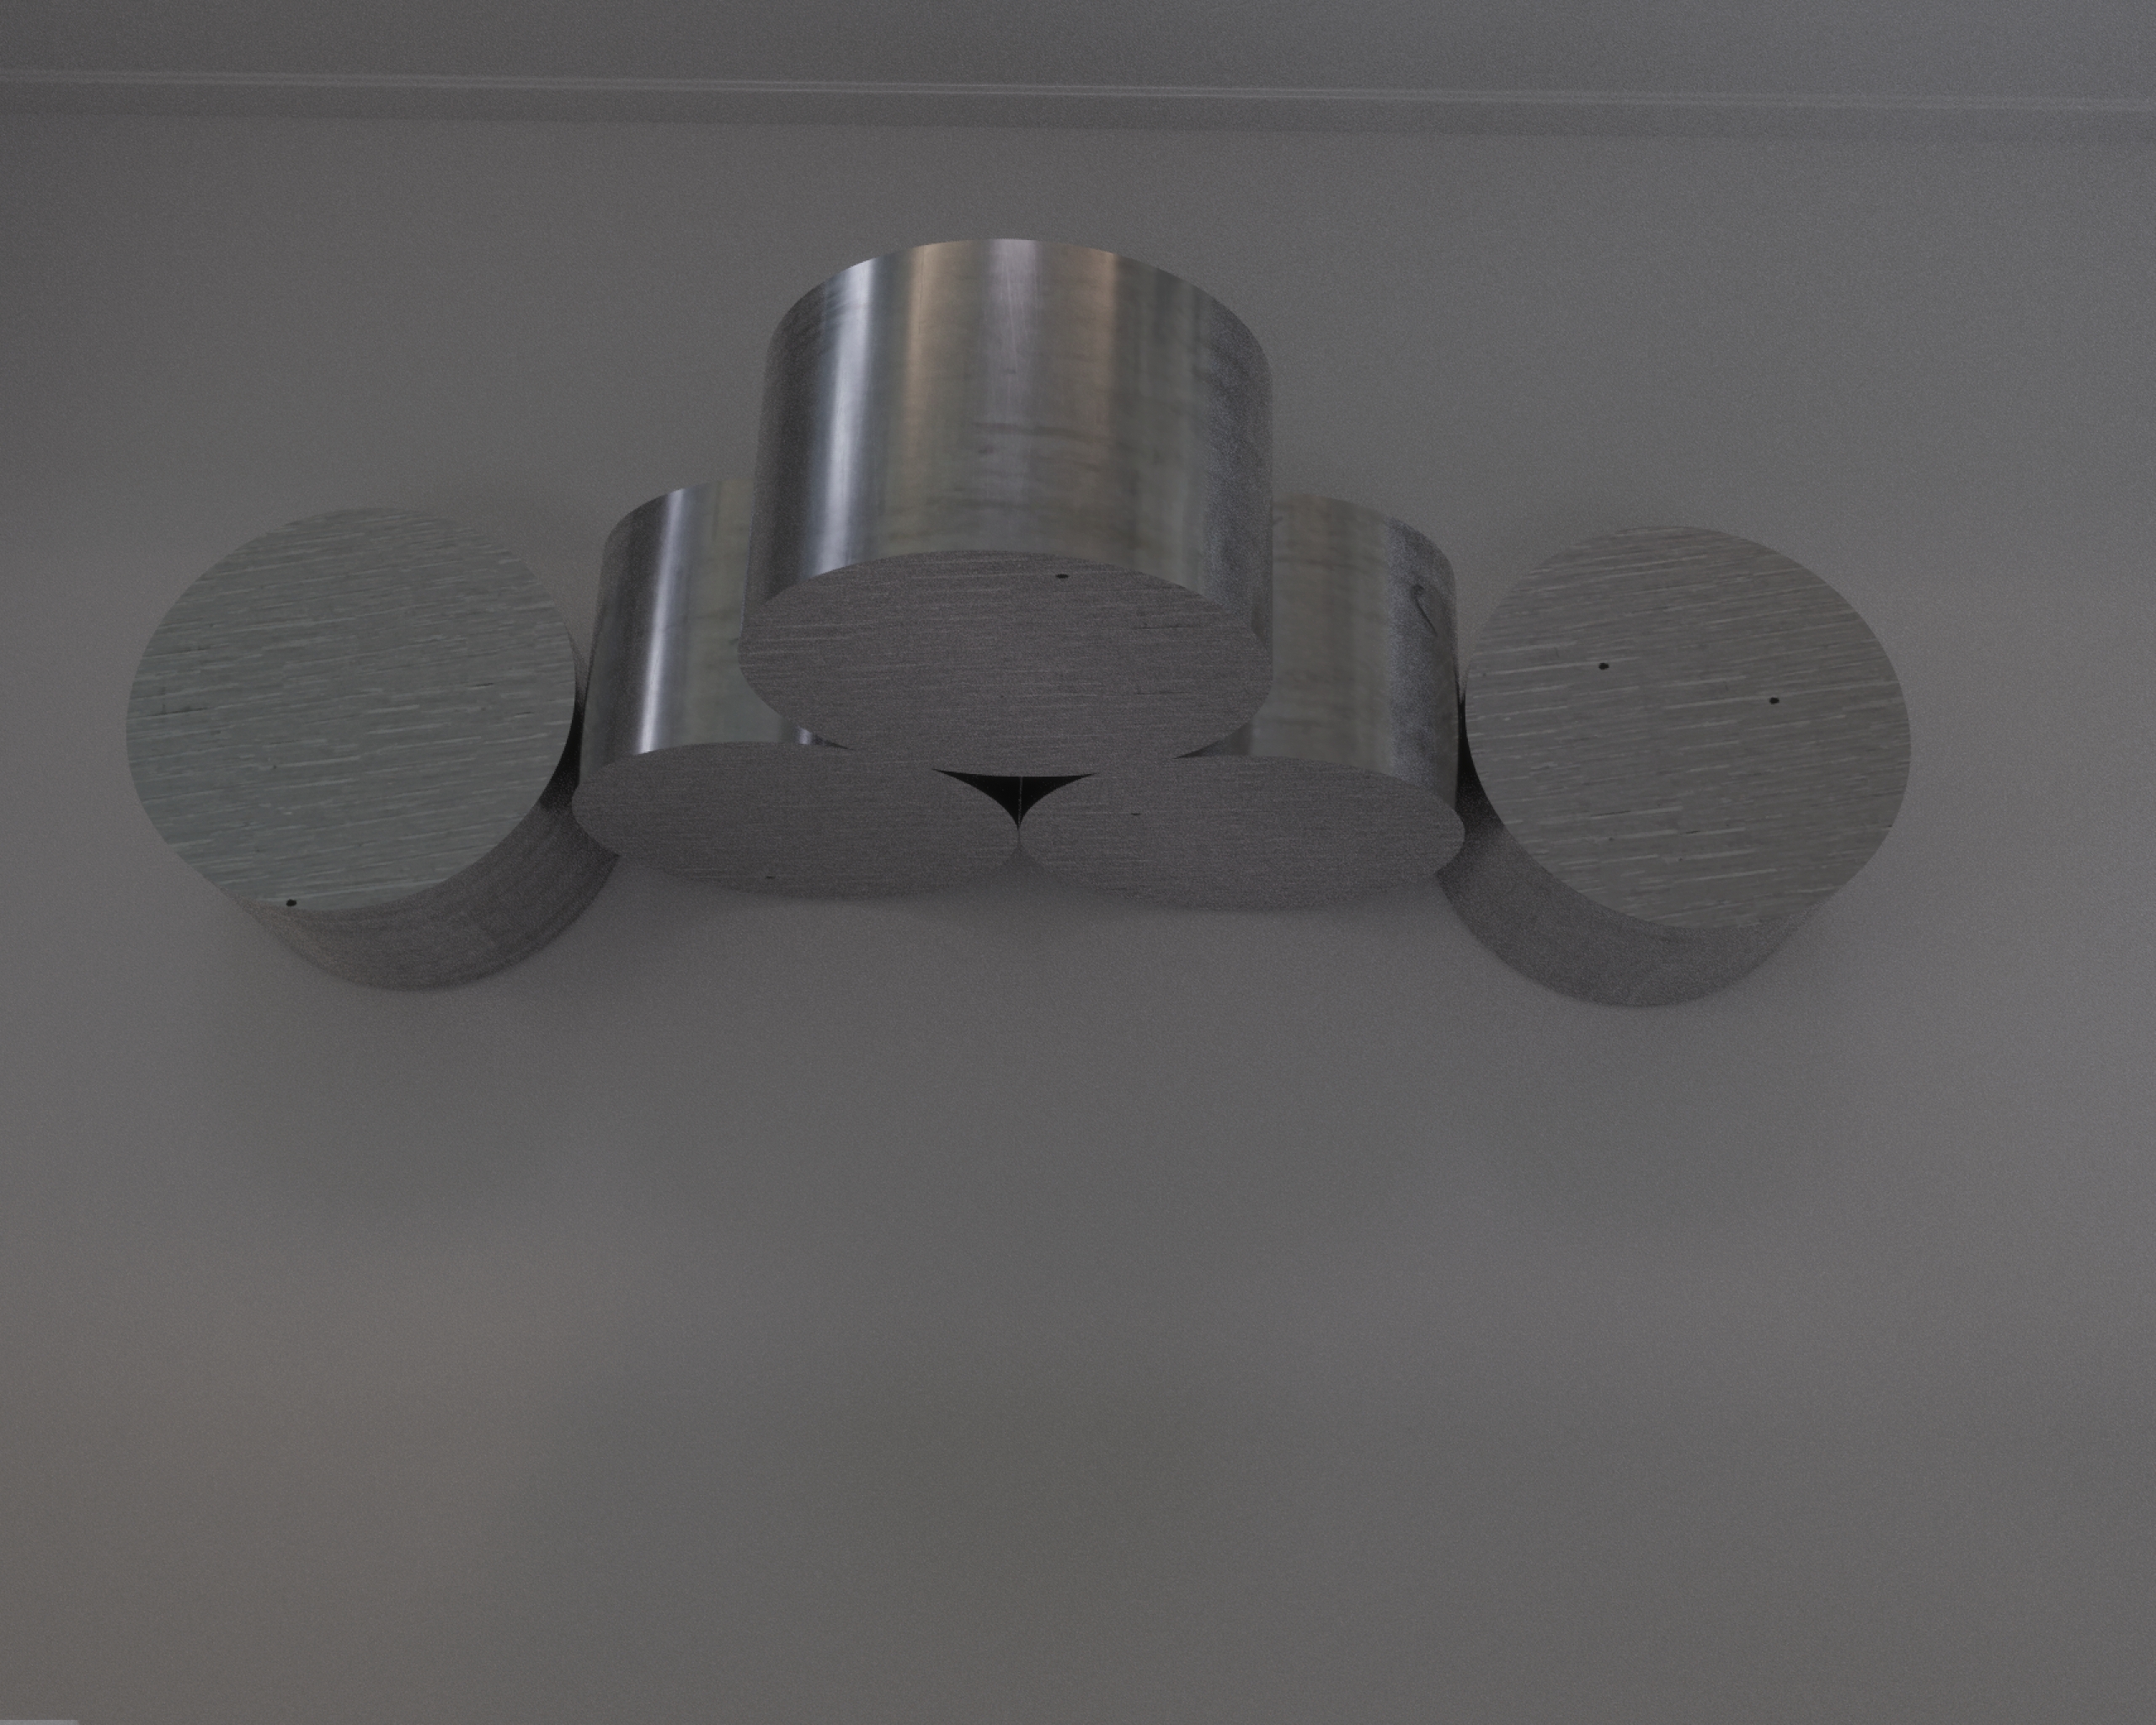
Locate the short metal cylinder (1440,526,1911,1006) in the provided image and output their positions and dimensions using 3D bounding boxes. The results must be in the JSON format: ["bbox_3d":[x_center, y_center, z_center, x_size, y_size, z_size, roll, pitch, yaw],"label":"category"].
[{"bbox_3d":[0.111,-0.017,0.402,0.081,0.050,0.080,0,70,0],"label":"short metal cylinder"}]

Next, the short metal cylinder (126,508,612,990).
[{"bbox_3d":[-0.131,-0.021,0.401,0.081,0.050,0.080,0,70,0],"label":"short metal cylinder"}]

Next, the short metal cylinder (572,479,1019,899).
[{"bbox_3d":[-0.050,-0.030,0.389,0.080,0.080,0.050,2,70,0],"label":"short metal cylinder"}]

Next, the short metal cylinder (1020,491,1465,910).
[{"bbox_3d":[0.030,-0.027,0.388,0.080,0.080,0.050,2,70,0],"label":"short metal cylinder"}]

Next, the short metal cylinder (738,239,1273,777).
[{"bbox_3d":[-0.010,-0.051,0.324,0.080,0.080,0.050,2,70,0],"label":"short metal cylinder"}]
